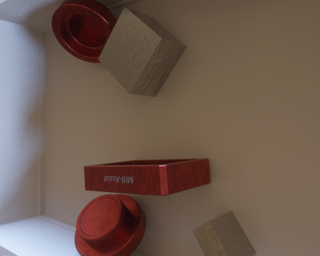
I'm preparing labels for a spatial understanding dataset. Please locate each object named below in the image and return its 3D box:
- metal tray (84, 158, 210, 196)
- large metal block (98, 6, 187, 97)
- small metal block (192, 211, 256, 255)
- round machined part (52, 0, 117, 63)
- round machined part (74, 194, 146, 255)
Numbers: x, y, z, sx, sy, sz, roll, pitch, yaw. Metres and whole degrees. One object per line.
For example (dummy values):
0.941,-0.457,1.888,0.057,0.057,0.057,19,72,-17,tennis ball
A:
-0.017,0.057,0.376,0.130,0.091,0.030,-6,86,39,metal tray
-0.026,-0.099,0.410,0.080,0.050,0.080,48,118,29,large metal block
0.069,0.122,0.332,0.025,0.050,0.050,-42,65,32,small metal block
-0.103,-0.147,0.455,0.098,0.098,0.042,-17,41,38,round machined part
-0.072,0.129,0.416,0.098,0.098,0.042,9,139,39,round machined part
